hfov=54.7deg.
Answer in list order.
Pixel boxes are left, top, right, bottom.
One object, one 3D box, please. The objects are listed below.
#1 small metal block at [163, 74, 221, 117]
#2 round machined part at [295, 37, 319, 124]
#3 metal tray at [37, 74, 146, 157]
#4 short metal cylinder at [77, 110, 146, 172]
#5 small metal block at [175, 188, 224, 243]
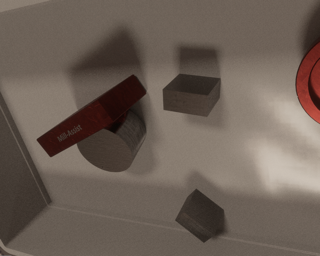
[{"bbox_3d":[0.037,-0.038,0.349,0.050,0.050,0.025,11,123,22],"label":"small metal block"},{"bbox_3d":[0.176,-0.046,0.274,0.098,0.042,0.097,15,125,23],"label":"round machined part"},{"bbox_3d":[-0.089,-0.015,0.402,0.130,0.090,0.030,-25,105,36],"label":"metal tray"},{"bbox_3d":[-0.066,0.015,0.426,0.080,0.050,0.079,11,131,14],"label":"short metal cylinder"},{"bbox_3d":[0.057,0.123,0.438,0.050,0.050,0.025,38,129,2],"label":"small metal block"}]
